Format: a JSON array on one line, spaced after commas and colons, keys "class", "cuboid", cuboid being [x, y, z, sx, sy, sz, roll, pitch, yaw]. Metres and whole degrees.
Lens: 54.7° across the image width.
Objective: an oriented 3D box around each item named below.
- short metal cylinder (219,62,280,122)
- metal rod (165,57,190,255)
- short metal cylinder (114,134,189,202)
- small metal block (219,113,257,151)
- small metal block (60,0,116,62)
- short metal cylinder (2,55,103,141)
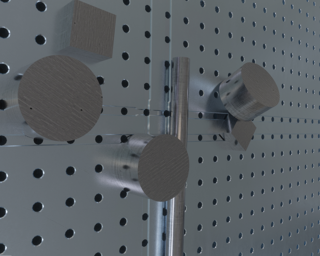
[{"class": "short metal cylinder", "cuboid": [0.142, -0.057, 0.493, 0.081, 0.050, 0.080, 16, 56, -26]}, {"class": "metal rod", "cuboid": [0.024, 0.052, 0.429, 0.025, 0.025, 0.298, 4, 88, -40]}, {"class": "short metal cylinder", "cuboid": [-0.010, 0.047, 0.385, 0.081, 0.050, 0.079, 0, 90, -40]}, {"class": "small metal block", "cuboid": [0.131, 0.004, 0.520, 0.050, 0.025, 0.050, 46, 63, -30]}, {"class": "small metal block", "cuboid": [-0.079, -0.106, 0.343, 0.050, 0.025, 0.050, 8, 85, -40]}, {"class": "short metal cylinder", "cuboid": [-0.105, -0.028, 0.305, 0.081, 0.050, 0.079, 0, 90, -40]}]
